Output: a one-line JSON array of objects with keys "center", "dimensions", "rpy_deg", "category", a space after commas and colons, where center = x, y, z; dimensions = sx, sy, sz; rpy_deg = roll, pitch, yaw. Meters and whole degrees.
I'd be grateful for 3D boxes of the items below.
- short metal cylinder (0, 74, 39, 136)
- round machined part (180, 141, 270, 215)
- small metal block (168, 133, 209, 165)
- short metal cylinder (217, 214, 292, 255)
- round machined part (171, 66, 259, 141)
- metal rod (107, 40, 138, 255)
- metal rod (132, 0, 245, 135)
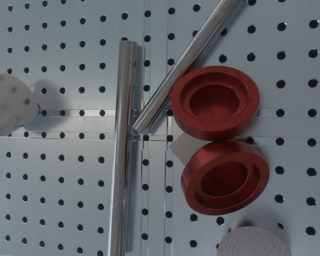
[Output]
[{"center": [-0.233, -0.034, 0.466], "dimensions": [0.050, 0.080, 0.080], "rpy_deg": [-28, 81, 18], "category": "short metal cylinder"}, {"center": [0.071, 0.053, 0.360], "dimensions": [0.098, 0.098, 0.042], "rpy_deg": [-41, 34, 15], "category": "round machined part"}, {"center": [0.048, 0.026, 0.395], "dimensions": [0.050, 0.025, 0.050], "rpy_deg": [-44, 77, 14], "category": "small metal block"}, {"center": [0.110, 0.147, 0.360], "dimensions": [0.080, 0.050, 0.080], "rpy_deg": [0, 90, 20], "category": "short metal cylinder"}, {"center": [0.064, -0.025, 0.365], "dimensions": [0.098, 0.042, 0.098], "rpy_deg": [-5, 54, 7], "category": "round machined part"}, {"center": [-0.052, 0.031, 0.430], "dimensions": [0.025, 0.025, 0.298], "rpy_deg": [4, 91, 20], "category": "metal rod"}, {"center": [0.059, -0.116, 0.391], "dimensions": [0.025, 0.025, 0.299], "rpy_deg": [40, 102, 15], "category": "metal rod"}]
